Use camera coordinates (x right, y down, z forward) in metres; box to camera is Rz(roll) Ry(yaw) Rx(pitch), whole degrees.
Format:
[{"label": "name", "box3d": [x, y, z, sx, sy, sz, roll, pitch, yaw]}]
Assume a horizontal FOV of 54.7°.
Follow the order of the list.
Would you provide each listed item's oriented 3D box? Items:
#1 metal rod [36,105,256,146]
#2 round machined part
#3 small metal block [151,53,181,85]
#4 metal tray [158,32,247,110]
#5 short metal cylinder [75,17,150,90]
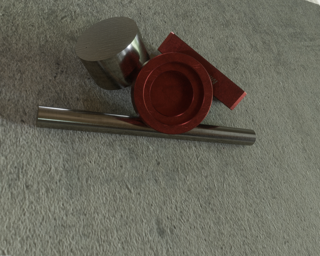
[{"label": "metal rod", "box3d": [0.001, 0.001, 0.405, 0.302, 0.025, 0.025, 6, 59, -25]}, {"label": "round machined part", "box3d": [0.012, -0.043, 0.387, 0.099, 0.042, 0.097, -2, 97, -16]}, {"label": "small metal block", "box3d": [-0.002, -0.069, 0.428, 0.050, 0.050, 0.025, 21, 54, -16]}, {"label": "metal tray", "box3d": [0.061, -0.083, 0.452, 0.130, 0.030, 0.090, 39, 13, -2]}, {"label": "short metal cylinder", "box3d": [-0.058, -0.094, 0.390, 0.080, 0.050, 0.080, -10, 52, 13]}]
